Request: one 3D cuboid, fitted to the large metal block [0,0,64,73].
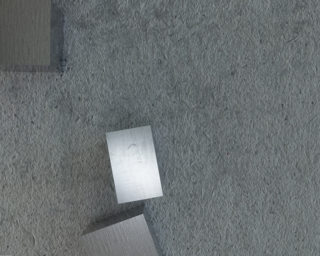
[{"bbox_3d":[-0.172,-0.116,0.396,0.081,0.050,0.080,1,90,0],"label":"large metal block"}]

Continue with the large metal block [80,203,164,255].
[{"bbox_3d":[-0.044,0.154,0.397,0.080,0.050,0.080,-20,90,0],"label":"large metal block"}]

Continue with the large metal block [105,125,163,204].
[{"bbox_3d":[-0.028,0.040,0.382,0.050,0.080,0.080,-10,90,0],"label":"large metal block"}]
